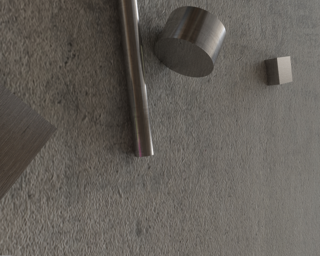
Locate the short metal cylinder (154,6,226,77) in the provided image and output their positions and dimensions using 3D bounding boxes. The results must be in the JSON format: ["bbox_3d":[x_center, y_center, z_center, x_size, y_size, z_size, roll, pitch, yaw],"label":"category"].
[{"bbox_3d":[0.039,-0.110,0.404,0.080,0.080,0.050,36,68,-35],"label":"short metal cylinder"}]

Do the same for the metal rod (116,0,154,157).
[{"bbox_3d":[-0.035,-0.114,0.376,0.025,0.025,0.298,-11,97,-40],"label":"metal rod"}]

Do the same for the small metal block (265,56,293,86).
[{"bbox_3d":[0.232,-0.111,0.602,0.050,0.025,0.050,-16,100,-39],"label":"small metal block"}]

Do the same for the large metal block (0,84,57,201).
[{"bbox_3d":[-0.152,0.007,0.262,0.080,0.050,0.080,46,62,-31],"label":"large metal block"}]
